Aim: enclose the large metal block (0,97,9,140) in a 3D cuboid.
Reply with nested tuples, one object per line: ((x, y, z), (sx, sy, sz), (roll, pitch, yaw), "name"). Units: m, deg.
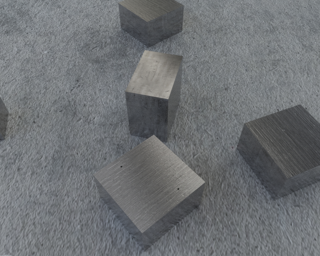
((-0.248, -0.023, 0.385), (0.081, 0.080, 0.050), (-9, 51, -7), "large metal block")

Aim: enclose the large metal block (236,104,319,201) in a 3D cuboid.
((0.151, 0.027, 0.365), (0.081, 0.050, 0.080), (-18, 52, -15), "large metal block")

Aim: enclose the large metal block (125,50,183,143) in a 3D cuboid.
((-0.005, -0.041, 0.402), (0.050, 0.080, 0.080), (11, 51, 9), "large metal block")

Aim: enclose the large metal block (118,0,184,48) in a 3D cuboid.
((-0.016, -0.198, 0.553), (0.080, 0.050, 0.080), (-33, 58, -25), "large metal block")

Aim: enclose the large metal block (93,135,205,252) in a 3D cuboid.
((-0.011, 0.066, 0.331), (0.080, 0.050, 0.080), (-33, 58, -25), "large metal block")
